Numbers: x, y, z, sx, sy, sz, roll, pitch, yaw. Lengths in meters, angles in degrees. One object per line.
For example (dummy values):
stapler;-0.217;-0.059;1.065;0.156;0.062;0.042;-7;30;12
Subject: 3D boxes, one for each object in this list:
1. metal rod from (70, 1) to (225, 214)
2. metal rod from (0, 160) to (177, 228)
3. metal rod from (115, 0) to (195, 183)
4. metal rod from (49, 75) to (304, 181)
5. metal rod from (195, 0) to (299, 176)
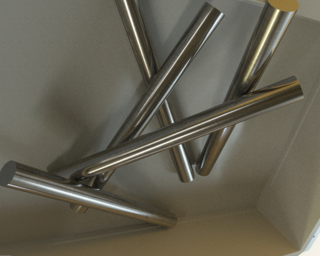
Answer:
metal rod;-0.027;-0.008;0.365;0.025;0.025;0.299;21;115;-36
metal rod;-0.062;0.098;0.402;0.025;0.025;0.301;-48;140;6
metal rod;0.001;-0.036;0.388;0.025;0.025;0.299;-28;129;-11
metal rod;0.000;0.014;0.340;0.301;0.025;0.025;-22;131;15
metal rod;0.083;-0.017;0.368;0.025;0.025;0.298;-19;151;-18
